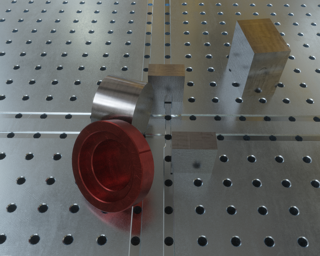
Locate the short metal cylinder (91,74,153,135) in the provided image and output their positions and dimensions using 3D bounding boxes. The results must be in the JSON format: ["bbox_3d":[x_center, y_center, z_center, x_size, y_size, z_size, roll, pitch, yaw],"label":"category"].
[{"bbox_3d":[-0.045,-0.023,0.391,0.050,0.080,0.080,14,51,11],"label":"short metal cylinder"}]

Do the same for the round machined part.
[{"bbox_3d":[-0.047,0.039,0.340,0.098,0.097,0.042,34,22,25],"label":"round machined part"}]

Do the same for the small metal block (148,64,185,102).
[{"bbox_3d":[0.009,-0.064,0.446,0.050,0.050,0.025,1,50,0],"label":"small metal block"}]

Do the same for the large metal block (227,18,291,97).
[{"bbox_3d":[0.143,-0.105,0.462,0.050,0.080,0.080,-6,50,-5],"label":"large metal block"}]

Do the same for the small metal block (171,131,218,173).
[{"bbox_3d":[0.038,0.030,0.367,0.050,0.050,0.025,1,50,0],"label":"small metal block"}]
